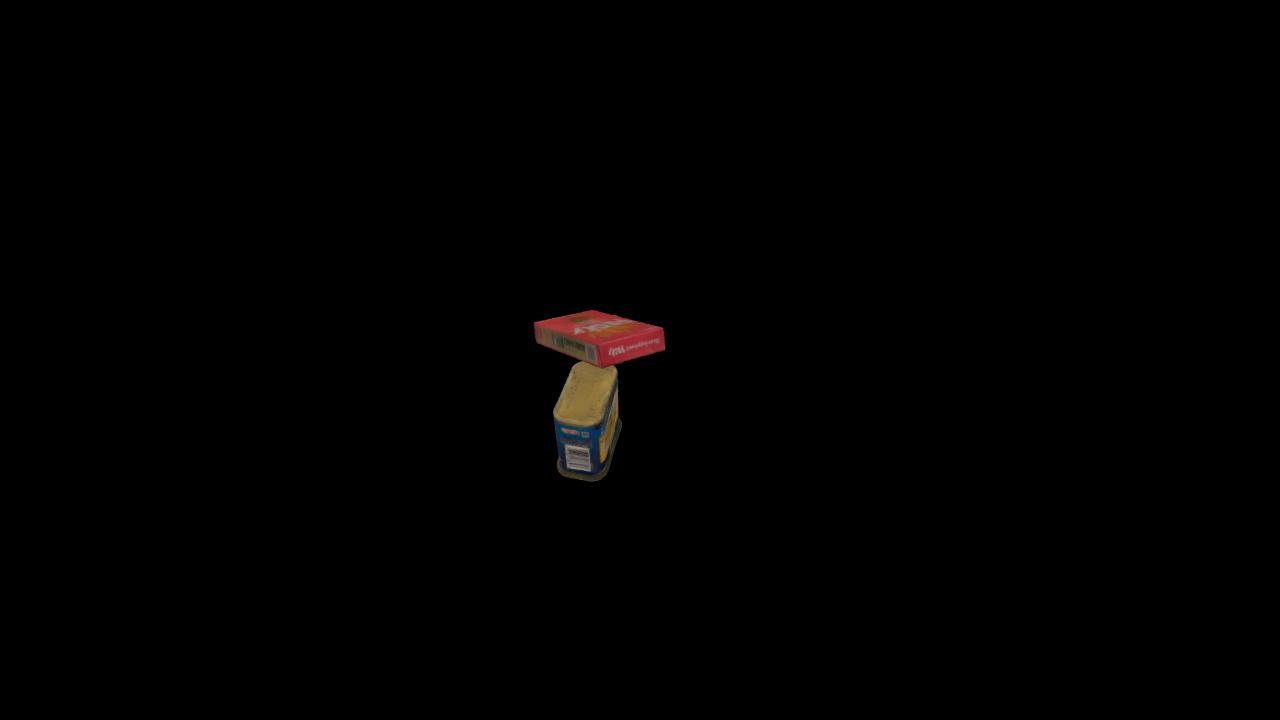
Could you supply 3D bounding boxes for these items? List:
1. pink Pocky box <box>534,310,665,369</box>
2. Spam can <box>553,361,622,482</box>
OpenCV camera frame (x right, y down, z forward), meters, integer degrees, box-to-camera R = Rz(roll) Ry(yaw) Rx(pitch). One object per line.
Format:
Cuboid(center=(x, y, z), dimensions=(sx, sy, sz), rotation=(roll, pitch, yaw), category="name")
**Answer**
Cuboid(center=(-0.050, -0.028, 0.697), dimensions=(0.084, 0.029, 0.155), rotation=(-16, 20, -31), category="pink Pocky box")
Cuboid(center=(-0.055, 0.063, 0.663), dimensions=(0.058, 0.085, 0.101), rotation=(7, 41, 8), category="Spam can")
